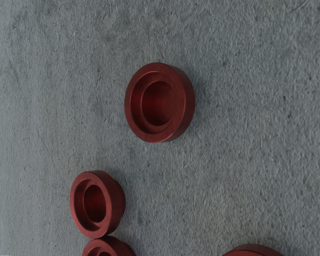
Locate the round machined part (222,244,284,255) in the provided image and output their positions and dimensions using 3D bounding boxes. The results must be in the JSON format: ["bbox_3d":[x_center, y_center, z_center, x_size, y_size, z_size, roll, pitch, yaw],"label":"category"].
[{"bbox_3d":[0.102,0.165,0.309,0.098,0.042,0.097,0,90,40],"label":"round machined part"}]

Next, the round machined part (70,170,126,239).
[{"bbox_3d":[-0.090,0.112,0.468,0.098,0.042,0.097,0,90,40],"label":"round machined part"}]

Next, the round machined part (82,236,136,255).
[{"bbox_3d":[-0.068,0.206,0.450,0.098,0.042,0.097,0,90,40],"label":"round machined part"}]

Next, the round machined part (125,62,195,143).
[{"bbox_3d":[0.004,-0.031,0.391,0.098,0.042,0.097,0,90,40],"label":"round machined part"}]
